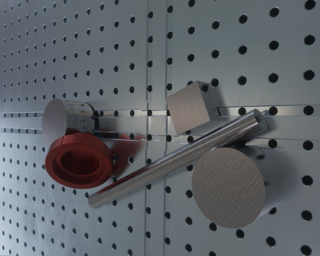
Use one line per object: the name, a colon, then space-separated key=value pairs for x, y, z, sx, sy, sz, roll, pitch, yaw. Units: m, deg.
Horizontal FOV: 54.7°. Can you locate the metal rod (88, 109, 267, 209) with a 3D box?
metal rod: x=0.000 y=0.054 z=0.409 sx=0.299 sy=0.025 sz=0.025 roll=-31 pitch=71 yaw=35

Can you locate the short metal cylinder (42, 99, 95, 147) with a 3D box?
short metal cylinder: x=-0.154 y=-0.006 z=0.516 sx=0.080 sy=0.050 sz=0.080 roll=-4 pitch=84 yaw=42

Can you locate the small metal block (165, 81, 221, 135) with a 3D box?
small metal block: x=0.040 y=-0.023 z=0.377 sx=0.050 sy=0.025 sz=0.050 roll=-26 pitch=74 yaw=37

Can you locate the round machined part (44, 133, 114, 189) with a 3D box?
round machined part: x=-0.121 y=0.046 z=0.474 sx=0.098 sy=0.098 sz=0.042 roll=-48 pitch=27 yaw=29

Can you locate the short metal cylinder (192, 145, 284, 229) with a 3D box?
short metal cylinder: x=0.081 y=0.059 z=0.326 sx=0.080 sy=0.050 sz=0.079 roll=0 pitch=90 yaw=40
